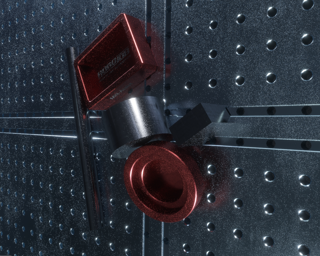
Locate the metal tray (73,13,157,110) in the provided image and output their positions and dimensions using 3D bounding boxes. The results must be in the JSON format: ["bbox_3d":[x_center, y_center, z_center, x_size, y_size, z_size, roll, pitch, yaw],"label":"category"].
[{"bbox_3d":[-0.072,-0.094,0.462,0.130,0.030,0.090,-31,71,35],"label":"metal tray"}]

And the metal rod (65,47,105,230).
[{"bbox_3d":[-0.124,0.013,0.508,0.025,0.025,0.298,-16,80,38],"label":"metal rod"}]

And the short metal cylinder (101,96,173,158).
[{"bbox_3d":[-0.029,0.001,0.394,0.080,0.081,0.050,-31,69,35],"label":"short metal cylinder"}]

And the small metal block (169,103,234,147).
[{"bbox_3d":[0.047,-0.003,0.353,0.050,0.050,0.025,-40,66,32],"label":"small metal block"}]

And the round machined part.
[{"bbox_3d":[0.008,0.061,0.379,0.098,0.042,0.097,10,110,28],"label":"round machined part"}]
